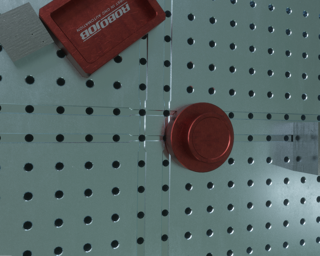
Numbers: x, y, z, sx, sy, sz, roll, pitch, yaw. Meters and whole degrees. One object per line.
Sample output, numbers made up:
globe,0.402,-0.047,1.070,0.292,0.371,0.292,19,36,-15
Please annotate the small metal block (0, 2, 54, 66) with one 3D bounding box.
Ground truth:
small metal block,-0.158,-0.107,0.354,0.050,0.025,0.050,-34,101,-17

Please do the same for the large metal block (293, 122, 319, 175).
large metal block,0.265,0.031,0.500,0.081,0.050,0.079,0,90,-21

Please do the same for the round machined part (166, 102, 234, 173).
round machined part,0.061,0.013,0.428,0.099,0.042,0.097,0,90,-20

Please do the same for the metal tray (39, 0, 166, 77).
metal tray,-0.069,-0.136,0.384,0.130,0.030,0.090,-41,103,-16
